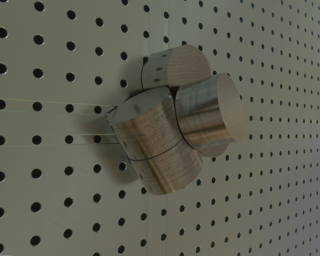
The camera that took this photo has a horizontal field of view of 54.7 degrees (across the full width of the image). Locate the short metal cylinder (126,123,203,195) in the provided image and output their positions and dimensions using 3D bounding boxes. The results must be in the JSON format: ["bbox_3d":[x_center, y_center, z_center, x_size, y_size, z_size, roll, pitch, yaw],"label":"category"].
[{"bbox_3d":[0.006,0.036,0.380,0.080,0.080,0.050,-41,116,-32],"label":"short metal cylinder"}]

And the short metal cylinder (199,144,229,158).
[{"bbox_3d":[0.057,0.001,0.442,0.081,0.050,0.079,0,90,-40],"label":"short metal cylinder"}]

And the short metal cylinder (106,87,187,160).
[{"bbox_3d":[-0.015,-0.006,0.363,0.080,0.080,0.050,-41,116,-32],"label":"short metal cylinder"}]

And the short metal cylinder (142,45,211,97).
[{"bbox_3d":[0.023,-0.066,0.413,0.081,0.050,0.079,0,90,-40],"label":"short metal cylinder"}]

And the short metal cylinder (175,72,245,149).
[{"bbox_3d":[0.060,-0.019,0.362,0.080,0.050,0.080,28,55,-51],"label":"short metal cylinder"}]
